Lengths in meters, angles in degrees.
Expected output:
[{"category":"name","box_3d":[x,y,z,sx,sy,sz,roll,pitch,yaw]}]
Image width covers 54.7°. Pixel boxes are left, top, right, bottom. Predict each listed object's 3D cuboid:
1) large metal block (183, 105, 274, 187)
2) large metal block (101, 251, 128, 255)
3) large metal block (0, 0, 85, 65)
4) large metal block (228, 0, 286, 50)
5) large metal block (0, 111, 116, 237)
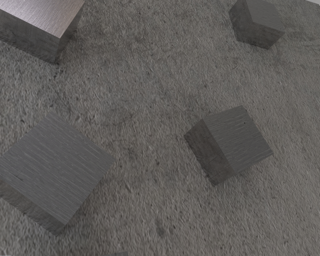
[{"category":"large metal block","box_3d":[0.093,0.023,0.424,0.081,0.050,0.080,-18,71,-35]},{"category":"large metal block","box_3d":[-0.067,0.155,0.257,0.081,0.050,0.080,1,61,-28]},{"category":"large metal block","box_3d":[-0.152,-0.139,0.390,0.080,0.050,0.080,25,53,-13]},{"category":"large metal block","box_3d":[0.192,-0.212,0.620,0.081,0.050,0.080,8,58,-24]},{"category":"large metal block","box_3d":[-0.104,0.044,0.304,0.080,0.050,0.080,38,51,-3]}]
